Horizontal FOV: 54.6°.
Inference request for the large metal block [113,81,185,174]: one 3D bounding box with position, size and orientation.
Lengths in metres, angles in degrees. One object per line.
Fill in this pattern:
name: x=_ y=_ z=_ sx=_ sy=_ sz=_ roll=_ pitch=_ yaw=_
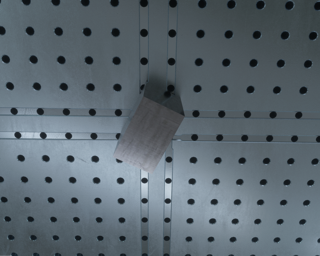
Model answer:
large metal block: x=-0.013 y=-0.004 z=0.383 sx=0.050 sy=0.080 sz=0.080 roll=26 pitch=108 yaw=-9
